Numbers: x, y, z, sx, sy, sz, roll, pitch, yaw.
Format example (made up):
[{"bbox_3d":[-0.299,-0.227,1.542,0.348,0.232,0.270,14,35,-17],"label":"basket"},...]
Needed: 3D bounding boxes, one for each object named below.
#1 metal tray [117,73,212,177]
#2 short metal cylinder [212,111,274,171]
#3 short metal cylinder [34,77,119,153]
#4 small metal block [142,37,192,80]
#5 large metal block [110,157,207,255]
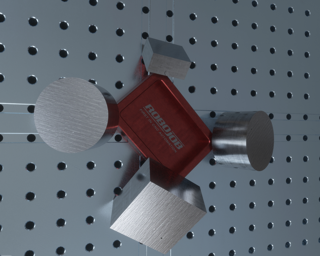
[{"bbox_3d":[0.004,0.001,0.411,0.090,0.030,0.130,-43,104,-15],"label":"metal tray"},{"bbox_3d":[0.115,0.017,0.425,0.081,0.050,0.079,-1,91,-46],"label":"short metal cylinder"},{"bbox_3d":[-0.091,-0.014,0.350,0.080,0.050,0.079,0,91,5],"label":"short metal cylinder"},{"bbox_3d":[0.007,-0.090,0.399,0.050,0.050,0.025,10,125,-20],"label":"small metal block"},{"bbox_3d":[-0.003,0.096,0.380,0.080,0.050,0.080,33,110,-18],"label":"large metal block"}]
